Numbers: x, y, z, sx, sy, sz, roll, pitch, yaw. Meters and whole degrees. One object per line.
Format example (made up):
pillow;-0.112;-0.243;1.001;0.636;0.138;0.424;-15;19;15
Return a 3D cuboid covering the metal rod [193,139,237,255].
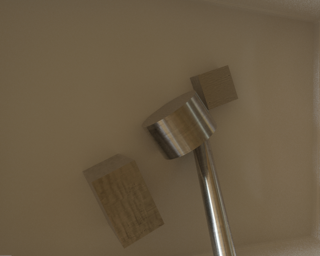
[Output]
metal rod;0.070;0.128;0.348;0.025;0.025;0.299;8;52;-20

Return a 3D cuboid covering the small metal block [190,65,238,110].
small metal block;0.077;-0.057;0.440;0.050;0.025;0.050;-21;97;-19

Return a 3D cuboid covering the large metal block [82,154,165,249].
large metal block;-0.046;0.080;0.365;0.050;0.080;0.080;-27;99;-18

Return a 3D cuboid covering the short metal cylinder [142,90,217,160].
short metal cylinder;0.024;-0.004;0.391;0.080;0.080;0.050;-38;103;-16
